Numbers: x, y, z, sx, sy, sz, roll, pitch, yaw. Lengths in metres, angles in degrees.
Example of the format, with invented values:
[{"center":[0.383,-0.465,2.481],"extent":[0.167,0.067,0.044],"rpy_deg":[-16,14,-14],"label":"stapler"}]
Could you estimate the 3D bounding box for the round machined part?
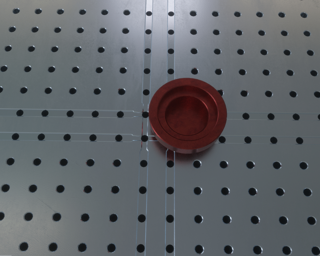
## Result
[{"center":[0.035,-0.013,0.408],"extent":[0.099,0.042,0.098],"rpy_deg":[0,70,0],"label":"round machined part"}]
